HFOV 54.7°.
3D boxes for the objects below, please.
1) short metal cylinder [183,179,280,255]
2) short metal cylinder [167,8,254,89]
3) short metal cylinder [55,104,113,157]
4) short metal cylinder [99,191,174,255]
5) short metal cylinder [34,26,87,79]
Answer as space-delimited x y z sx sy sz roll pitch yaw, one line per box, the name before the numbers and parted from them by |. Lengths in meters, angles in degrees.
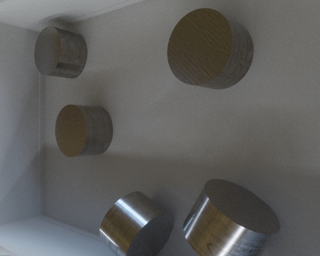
short metal cylinder | 0.070 0.096 0.312 0.080 0.081 0.050 38 113 33
short metal cylinder | 0.055 -0.085 0.344 0.080 0.050 0.079 0 90 39
short metal cylinder | -0.120 0.004 0.487 0.080 0.050 0.079 0 90 39
short metal cylinder | -0.029 0.128 0.393 0.050 0.081 0.079 30 109 35
short metal cylinder | -0.169 -0.127 0.527 0.080 0.050 0.079 0 90 39
